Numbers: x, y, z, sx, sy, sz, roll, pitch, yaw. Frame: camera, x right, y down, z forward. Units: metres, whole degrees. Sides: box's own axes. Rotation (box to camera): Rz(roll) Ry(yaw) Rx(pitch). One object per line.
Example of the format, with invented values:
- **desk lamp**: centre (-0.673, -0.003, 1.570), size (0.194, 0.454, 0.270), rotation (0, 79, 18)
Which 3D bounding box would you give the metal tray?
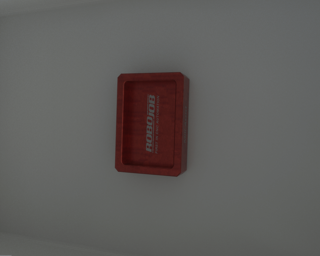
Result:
- **metal tray**: centre (-0.010, -0.006, 0.407), size (0.090, 0.030, 0.129), rotation (2, 90, 19)
